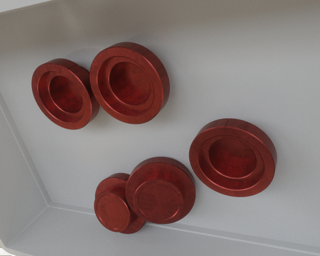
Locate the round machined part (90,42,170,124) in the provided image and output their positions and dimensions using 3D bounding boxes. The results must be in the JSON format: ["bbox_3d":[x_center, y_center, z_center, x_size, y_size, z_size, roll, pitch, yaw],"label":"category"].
[{"bbox_3d":[-0.033,-0.057,0.378,0.098,0.042,0.097,13,124,20],"label":"round machined part"}]

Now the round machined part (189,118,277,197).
[{"bbox_3d":[0.088,0.031,0.370,0.098,0.042,0.097,13,124,20],"label":"round machined part"}]

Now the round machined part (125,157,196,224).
[{"bbox_3d":[0.000,0.093,0.431,0.099,0.042,0.097,1,107,5],"label":"round machined part"}]

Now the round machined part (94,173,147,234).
[{"bbox_3d":[-0.065,0.124,0.492,0.098,0.042,0.097,7,107,26],"label":"round machined part"}]

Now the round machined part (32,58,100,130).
[{"bbox_3d":[-0.124,-0.050,0.430,0.098,0.042,0.097,13,124,20],"label":"round machined part"}]
